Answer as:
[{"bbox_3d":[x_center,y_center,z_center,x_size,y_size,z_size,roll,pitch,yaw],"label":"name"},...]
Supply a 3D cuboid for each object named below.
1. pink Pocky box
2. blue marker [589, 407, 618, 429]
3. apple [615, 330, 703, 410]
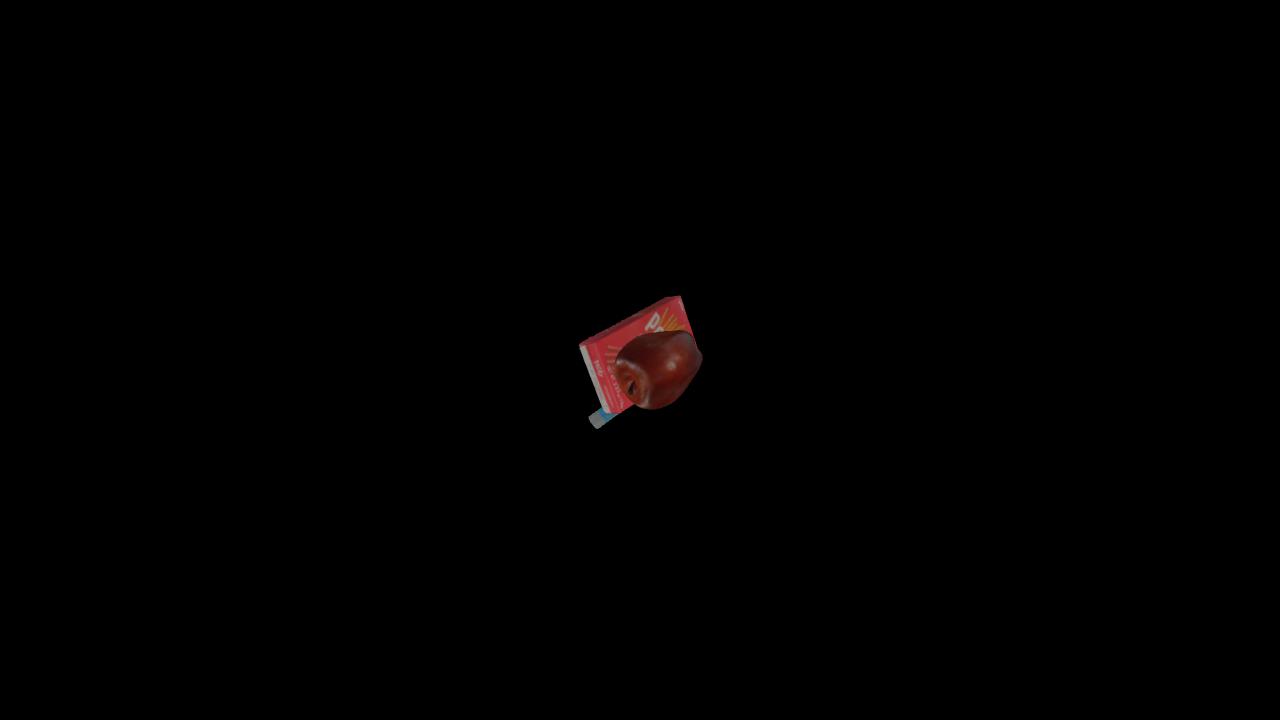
[{"bbox_3d":[0.005,-0.010,0.702,0.029,0.084,0.155,-5,20,45],"label":"pink Pocky box"},{"bbox_3d":[-0.008,0.040,0.726,0.121,0.020,0.020,-36,-4,6],"label":"blue marker"},{"bbox_3d":[0.019,0.009,0.638,0.093,0.079,0.079,-33,18,-30],"label":"apple"}]
